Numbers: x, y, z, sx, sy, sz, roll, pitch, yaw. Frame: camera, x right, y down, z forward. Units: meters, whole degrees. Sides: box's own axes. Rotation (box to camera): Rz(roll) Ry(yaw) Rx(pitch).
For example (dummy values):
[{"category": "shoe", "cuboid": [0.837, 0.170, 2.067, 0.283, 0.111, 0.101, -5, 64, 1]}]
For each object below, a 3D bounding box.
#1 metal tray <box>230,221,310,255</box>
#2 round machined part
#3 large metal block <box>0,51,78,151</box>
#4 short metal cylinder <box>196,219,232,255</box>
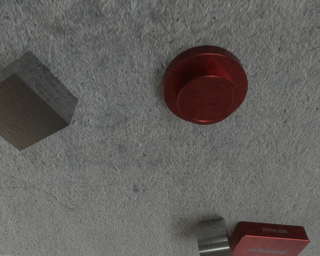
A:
[{"category": "metal tray", "cuboid": [0.204, 0.222, 0.597, 0.131, 0.030, 0.089, 7, 130, -6]}, {"category": "round machined part", "cuboid": [0.053, -0.042, 0.361, 0.099, 0.042, 0.097, -1, 130, 0]}, {"category": "large metal block", "cuboid": [-0.159, -0.029, 0.364, 0.080, 0.050, 0.080, -25, 126, 19]}, {"category": "short metal cylinder", "cuboid": [0.098, 0.207, 0.549, 0.050, 0.080, 0.080, -13, 129, 10]}]
